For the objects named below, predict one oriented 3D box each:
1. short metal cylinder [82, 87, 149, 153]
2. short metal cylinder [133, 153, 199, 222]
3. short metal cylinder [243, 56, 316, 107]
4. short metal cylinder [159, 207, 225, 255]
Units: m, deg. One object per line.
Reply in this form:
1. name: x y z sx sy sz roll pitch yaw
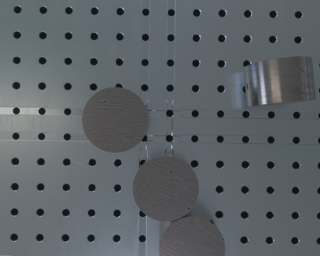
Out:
1. short metal cylinder: -0.054 -0.010 0.400 0.081 0.050 0.079 0 90 0
2. short metal cylinder: 0.007 0.074 0.401 0.081 0.050 0.079 0 90 0
3. short metal cylinder: 0.148 -0.055 0.387 0.080 0.080 0.050 -5 90 0
4. short metal cylinder: 0.039 0.147 0.401 0.081 0.050 0.079 0 90 0
